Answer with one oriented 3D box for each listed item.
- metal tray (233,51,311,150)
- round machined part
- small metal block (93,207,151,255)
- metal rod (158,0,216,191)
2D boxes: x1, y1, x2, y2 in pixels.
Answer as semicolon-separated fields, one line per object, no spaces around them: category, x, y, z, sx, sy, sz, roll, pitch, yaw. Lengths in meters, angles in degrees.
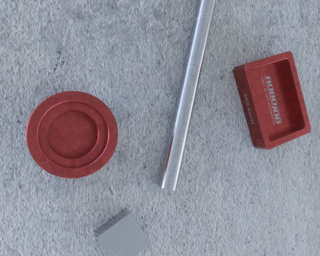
metal tray;0.172;-0.042;0.471;0.091;0.030;0.129;-19;97;-19
round machined part;-0.102;0.007;0.363;0.099;0.042;0.097;0;90;-21
small metal block;-0.048;0.139;0.392;0.050;0.025;0.050;-34;101;-17
metal rod;0.041;-0.065;0.425;0.025;0.025;0.298;14;85;-20
